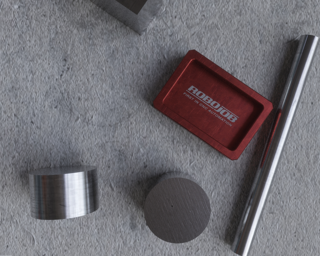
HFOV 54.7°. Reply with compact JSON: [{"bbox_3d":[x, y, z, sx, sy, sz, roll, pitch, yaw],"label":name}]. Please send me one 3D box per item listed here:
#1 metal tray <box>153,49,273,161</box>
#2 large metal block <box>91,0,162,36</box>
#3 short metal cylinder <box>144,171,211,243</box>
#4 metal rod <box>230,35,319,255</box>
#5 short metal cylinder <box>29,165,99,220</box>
[{"bbox_3d":[0.068,-0.029,0.408,0.130,0.030,0.090,34,90,0],"label":"metal tray"},{"bbox_3d":[-0.044,-0.168,0.382,0.080,0.080,0.050,34,90,0],"label":"large metal block"},{"bbox_3d":[0.021,0.099,0.398,0.081,0.050,0.080,0,90,0],"label":"short metal cylinder"},{"bbox_3d":[0.152,0.023,0.411,0.025,0.025,0.299,18,90,0],"label":"metal rod"},{"bbox_3d":[-0.117,0.076,0.382,0.081,0.080,0.050,-3,90,0],"label":"short metal cylinder"}]
